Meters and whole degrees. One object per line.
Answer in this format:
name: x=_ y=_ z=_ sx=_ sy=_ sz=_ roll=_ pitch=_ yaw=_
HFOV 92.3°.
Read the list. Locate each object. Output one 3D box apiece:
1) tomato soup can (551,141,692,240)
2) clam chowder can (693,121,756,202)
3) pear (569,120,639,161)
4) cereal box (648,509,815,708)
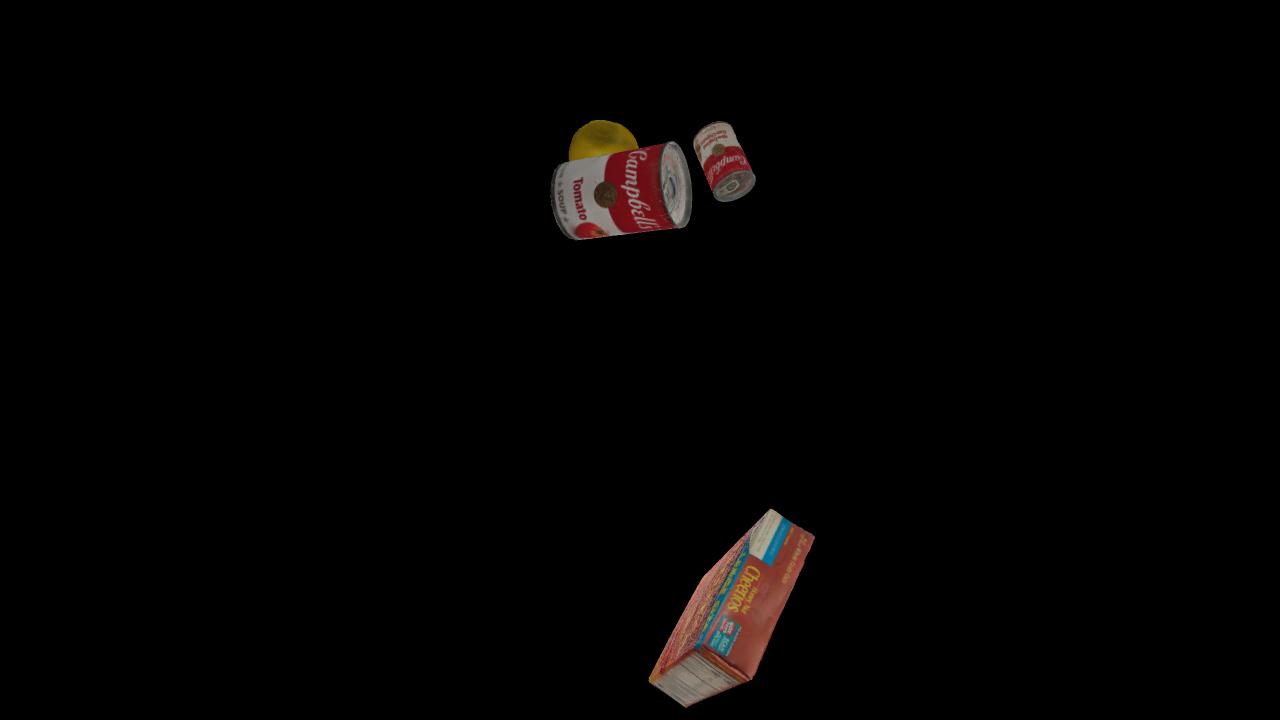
tomato soup can: x=-0.015 y=-0.138 z=0.508 sx=0.101 sy=0.068 sz=0.068 roll=-1 pitch=0 yaw=25
clam chowder can: x=0.128 y=-0.304 z=0.942 sx=0.068 sy=0.102 sz=0.068 roll=-15 pitch=-22 yaw=-6
pear: x=-0.043 y=-0.219 z=0.714 sx=0.080 sy=0.080 sz=0.111 roll=0 pitch=-35 yaw=-7
cereal box: x=0.119 y=0.355 z=0.860 sx=0.081 sy=0.203 sz=0.306 roll=31 pitch=-35 yaw=10
